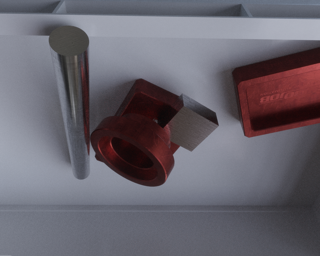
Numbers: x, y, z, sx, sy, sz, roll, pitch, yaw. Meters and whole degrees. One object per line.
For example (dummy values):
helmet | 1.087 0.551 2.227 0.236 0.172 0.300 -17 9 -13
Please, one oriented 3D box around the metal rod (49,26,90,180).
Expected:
metal rod | -0.088 0.005 0.333 0.025 0.025 0.299 9 154 -8

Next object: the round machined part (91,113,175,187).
round machined part | -0.027 0.021 0.358 0.098 0.042 0.097 21 145 17

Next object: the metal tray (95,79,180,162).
metal tray | -0.019 0.007 0.412 0.091 0.030 0.129 23 126 -19

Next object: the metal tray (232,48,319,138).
metal tray | 0.160 -0.042 0.372 0.131 0.030 0.090 -13 129 10

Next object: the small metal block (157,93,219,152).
small metal block | 0.032 -0.005 0.365 0.050 0.025 0.050 28 124 -22
